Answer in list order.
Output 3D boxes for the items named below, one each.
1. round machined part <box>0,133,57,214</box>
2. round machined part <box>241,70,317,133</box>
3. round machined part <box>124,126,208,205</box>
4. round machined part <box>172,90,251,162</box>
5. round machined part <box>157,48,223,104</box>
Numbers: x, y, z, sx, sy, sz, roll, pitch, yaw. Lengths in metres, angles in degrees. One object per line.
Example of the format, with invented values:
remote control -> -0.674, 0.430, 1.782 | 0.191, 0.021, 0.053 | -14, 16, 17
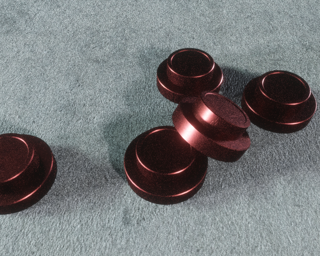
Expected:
round machined part -> -0.173, 0.044, 0.354 | 0.099, 0.042, 0.098 | 0, 50, 0
round machined part -> 0.166, -0.043, 0.429 | 0.099, 0.042, 0.098 | 0, 50, 0
round machined part -> 0.007, 0.036, 0.362 | 0.099, 0.042, 0.098 | 0, 50, 0
round machined part -> 0.068, -0.008, 0.371 | 0.099, 0.042, 0.098 | 23, 30, -14
round machined part -> 0.044, -0.082, 0.462 | 0.099, 0.042, 0.098 | 0, 50, 0
